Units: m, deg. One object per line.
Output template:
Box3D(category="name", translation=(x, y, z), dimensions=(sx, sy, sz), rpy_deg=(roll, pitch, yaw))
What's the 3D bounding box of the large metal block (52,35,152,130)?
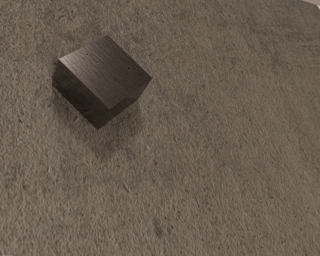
Box3D(category="large metal block", translation=(-0.071, -0.058, 0.386), dimensions=(0.080, 0.050, 0.080), rpy_deg=(45, 51, 2))
